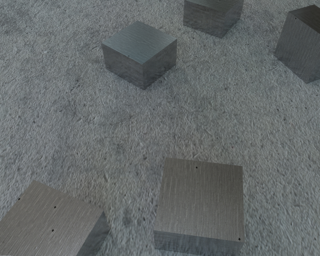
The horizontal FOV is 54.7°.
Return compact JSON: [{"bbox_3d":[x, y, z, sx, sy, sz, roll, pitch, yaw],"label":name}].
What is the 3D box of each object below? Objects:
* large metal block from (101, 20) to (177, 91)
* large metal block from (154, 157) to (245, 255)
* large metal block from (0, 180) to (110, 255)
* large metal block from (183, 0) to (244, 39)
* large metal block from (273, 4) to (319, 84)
[{"bbox_3d":[-0.030,-0.115,0.483,0.080,0.050,0.080,32,57,24],"label":"large metal block"},{"bbox_3d":[0.040,0.081,0.319,0.080,0.050,0.080,6,50,5],"label":"large metal block"},{"bbox_3d":[-0.106,0.108,0.295,0.080,0.050,0.080,19,53,15],"label":"large metal block"},{"bbox_3d":[0.099,-0.218,0.571,0.080,0.050,0.080,27,55,21],"label":"large metal block"},{"bbox_3d":[0.232,-0.129,0.477,0.050,0.080,0.080,-20,53,-16],"label":"large metal block"}]
